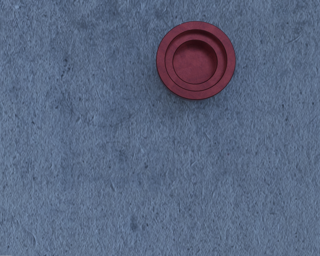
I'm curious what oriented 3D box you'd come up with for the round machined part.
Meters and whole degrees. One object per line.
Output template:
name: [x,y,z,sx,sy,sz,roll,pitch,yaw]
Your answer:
round machined part: [0.044,-0.083,0.402,0.099,0.042,0.097,0,90,0]
